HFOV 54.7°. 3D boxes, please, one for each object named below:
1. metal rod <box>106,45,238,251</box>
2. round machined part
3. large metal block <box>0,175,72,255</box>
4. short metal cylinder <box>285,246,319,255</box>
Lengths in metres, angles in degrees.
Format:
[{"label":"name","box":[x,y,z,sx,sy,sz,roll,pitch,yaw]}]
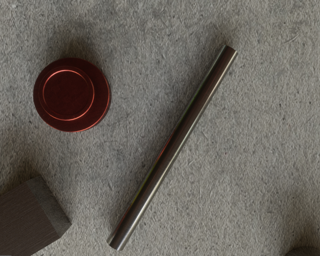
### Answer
[{"label":"metal rod","box":[0.016,0.025,0.410,0.025,0.025,0.299,31,90,-1]},{"label":"round machined part","box":[-0.115,-0.043,0.400,0.099,0.042,0.097,0,90,-1]},{"label":"large metal block","box":[-0.175,0.118,0.395,0.080,0.050,0.080,-31,90,0]},{"label":"short metal cylinder","box":[0.201,0.202,0.400,0.081,0.050,0.079,0,90,-1]}]
